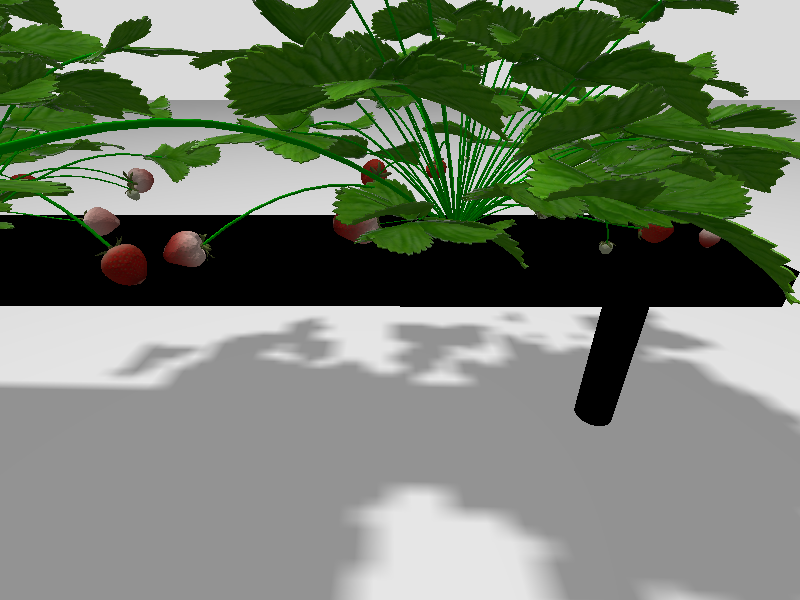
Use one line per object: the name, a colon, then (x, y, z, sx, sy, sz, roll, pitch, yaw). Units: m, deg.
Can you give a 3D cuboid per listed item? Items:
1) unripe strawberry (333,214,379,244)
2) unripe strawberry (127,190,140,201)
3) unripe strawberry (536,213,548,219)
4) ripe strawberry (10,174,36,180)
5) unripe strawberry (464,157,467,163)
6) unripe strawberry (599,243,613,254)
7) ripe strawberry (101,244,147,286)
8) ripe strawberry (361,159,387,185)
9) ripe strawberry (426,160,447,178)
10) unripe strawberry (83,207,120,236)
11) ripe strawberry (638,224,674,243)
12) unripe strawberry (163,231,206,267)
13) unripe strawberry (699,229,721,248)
unripe strawberry: (-0.038, -0.065, 0.338, 0.037, 0.037, 0.041, -7, 29, -12)
unripe strawberry: (-0.315, -0.124, 0.474, 0.014, 0.013, 0.013, 18, 51, 29)
unripe strawberry: (0.146, -0.088, 0.407, 0.013, 0.011, 0.013, 16, 16, -36)
ripe strawberry: (-0.456, -0.141, 0.490, 0.029, 0.026, 0.027, -10, 17, -18)
unripe strawberry: (0.105, -0.220, 0.629, 0.009, 0.010, 0.010, 5, 29, 9)
unripe strawberry: (0.159, -0.040, 0.310, 0.010, 0.010, 0.009, 14, 31, 25)
ripe strawberry: (-0.187, -0.023, 0.275, 0.028, 0.028, 0.026, -37, 5, 36)
ripe strawberry: (-0.035, -0.162, 0.517, 0.034, 0.039, 0.037, -12, 28, -22)
ripe strawberry: (0.052, -0.189, 0.581, 0.030, 0.025, 0.030, 0, -19, 0)
unripe strawberry: (-0.270, -0.072, 0.365, 0.026, 0.025, 0.024, -1, 28, -2)
ripe strawberry: (0.221, -0.061, 0.345, 0.027, 0.023, 0.027, 3, 28, 5)
unripe strawberry: (-0.159, -0.037, 0.295, 0.028, 0.027, 0.030, -15, 31, -14)
unripe strawberry: (0.249, -0.050, 0.323, 0.015, 0.015, 0.014, 6, 29, 11)
